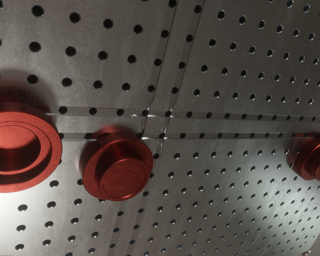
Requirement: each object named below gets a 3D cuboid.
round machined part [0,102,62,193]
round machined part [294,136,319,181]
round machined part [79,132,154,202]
[{"bbox_3d":[-0.157,0.017,0.325,0.099,0.042,0.097,-14,125,-21],"label":"round machined part"},{"bbox_3d":[0.323,0.067,0.622,0.099,0.042,0.097,-14,125,-21],"label":"round machined part"},{"bbox_3d":[-0.053,0.057,0.408,0.099,0.042,0.097,-14,125,-21],"label":"round machined part"}]
